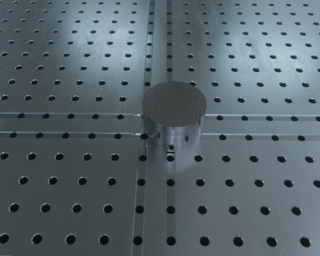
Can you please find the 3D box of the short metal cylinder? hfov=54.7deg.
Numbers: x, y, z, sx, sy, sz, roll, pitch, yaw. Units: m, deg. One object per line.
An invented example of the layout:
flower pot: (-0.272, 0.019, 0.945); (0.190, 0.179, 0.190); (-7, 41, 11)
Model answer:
short metal cylinder: (0.018, -0.016, 0.405); (0.081, 0.050, 0.080); (0, 50, 0)
